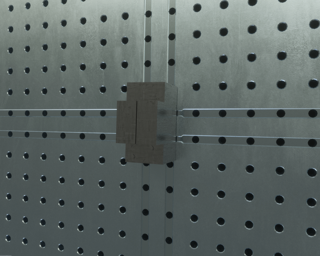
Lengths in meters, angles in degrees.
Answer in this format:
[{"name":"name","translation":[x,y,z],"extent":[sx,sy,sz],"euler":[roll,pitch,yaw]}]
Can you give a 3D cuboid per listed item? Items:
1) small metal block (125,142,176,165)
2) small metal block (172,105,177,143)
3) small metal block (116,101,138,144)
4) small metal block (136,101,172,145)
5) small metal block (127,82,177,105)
[{"name":"small metal block","translation":[-0.011,0.031,0.403],"extent":[0.050,0.050,0.025],"euler":[2,91,20]},{"name":"small metal block","translation":[-0.006,-0.007,0.415],"extent":[0.050,0.025,0.050],"euler":[2,91,21]},{"name":"small metal block","translation":[-0.031,-0.007,0.384],"extent":[0.025,0.050,0.050],"euler":[2,91,20]},{"name":"small metal block","translation":[-0.006,-0.006,0.375],"extent":[0.025,0.050,0.050],"euler":[2,91,21]},{"name":"small metal block","translation":[-0.009,-0.044,0.402],"extent":[0.050,0.050,0.025],"euler":[2,91,20]}]
